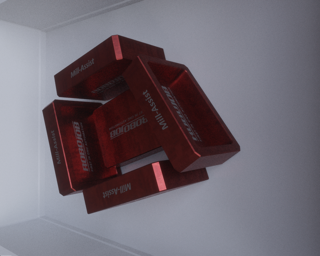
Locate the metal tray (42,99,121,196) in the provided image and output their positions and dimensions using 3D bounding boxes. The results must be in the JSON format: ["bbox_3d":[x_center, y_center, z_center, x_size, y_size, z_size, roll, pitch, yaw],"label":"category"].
[{"bbox_3d":[-0.111,0.026,0.451,0.030,0.091,0.129,-27,74,37],"label":"metal tray"}]

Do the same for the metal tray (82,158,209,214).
[{"bbox_3d":[-0.019,0.069,0.375,0.130,0.091,0.030,-26,74,37],"label":"metal tray"}]

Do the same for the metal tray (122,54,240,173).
[{"bbox_3d":[0.024,-0.019,0.341,0.030,0.091,0.130,-44,64,32],"label":"metal tray"}]

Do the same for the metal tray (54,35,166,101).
[{"bbox_3d":[-0.067,-0.074,0.415,0.130,0.091,0.030,-20,78,38],"label":"metal tray"}]

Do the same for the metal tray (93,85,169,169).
[{"bbox_3d":[-0.033,-0.005,0.425,0.130,0.030,0.090,-25,75,37],"label":"metal tray"}]
